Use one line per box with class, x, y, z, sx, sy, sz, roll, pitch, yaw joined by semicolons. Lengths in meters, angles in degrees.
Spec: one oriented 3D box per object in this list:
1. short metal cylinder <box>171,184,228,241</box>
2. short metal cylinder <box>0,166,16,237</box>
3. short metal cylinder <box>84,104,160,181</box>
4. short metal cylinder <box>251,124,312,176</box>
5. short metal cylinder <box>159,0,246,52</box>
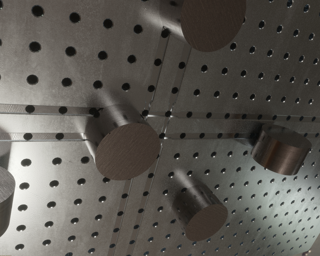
short metal cylinder;0.066;0.143;0.522;0.081;0.050;0.079;-14;125;-21
short metal cylinder;-0.195;0.077;0.317;0.081;0.080;0.050;5;116;-31
short metal cylinder;-0.047;0.017;0.381;0.081;0.050;0.079;-14;125;-21
short metal cylinder;0.197;0.034;0.507;0.081;0.080;0.050;1;118;-29
short metal cylinder;0.046;-0.130;0.341;0.081;0.050;0.079;-14;124;-21
